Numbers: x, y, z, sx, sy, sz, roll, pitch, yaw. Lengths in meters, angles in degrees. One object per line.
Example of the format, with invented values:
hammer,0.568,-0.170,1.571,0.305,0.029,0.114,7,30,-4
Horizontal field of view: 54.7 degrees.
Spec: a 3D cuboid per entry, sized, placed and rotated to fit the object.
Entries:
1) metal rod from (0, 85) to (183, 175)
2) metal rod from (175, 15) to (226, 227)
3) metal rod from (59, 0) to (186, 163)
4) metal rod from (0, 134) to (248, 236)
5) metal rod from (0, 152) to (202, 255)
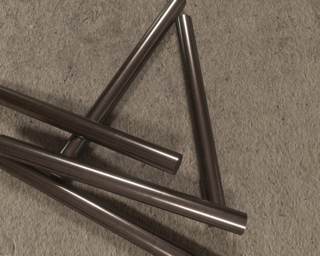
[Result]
metal rod,-0.116,-0.009,0.385,0.301,0.025,0.025,20,71,16
metal rod,0.053,-0.023,0.417,0.025,0.025,0.299,-6,70,-3
metal rod,-0.046,-0.077,0.435,0.025,0.025,0.300,29,72,9
metal rod,-0.051,0.063,0.358,0.301,0.025,0.025,17,71,6
metal rod,-0.067,0.103,0.369,0.301,0.025,0.025,26,72,9
